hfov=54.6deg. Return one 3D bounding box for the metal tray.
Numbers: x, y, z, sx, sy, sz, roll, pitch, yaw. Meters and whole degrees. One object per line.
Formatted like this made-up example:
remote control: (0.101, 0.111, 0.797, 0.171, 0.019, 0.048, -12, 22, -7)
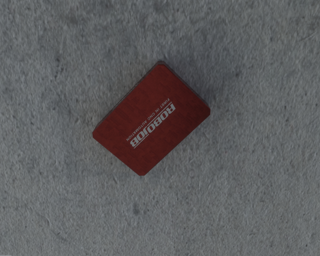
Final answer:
metal tray: (-0.012, -0.010, 0.403, 0.090, 0.030, 0.130, 42, 105, -14)
